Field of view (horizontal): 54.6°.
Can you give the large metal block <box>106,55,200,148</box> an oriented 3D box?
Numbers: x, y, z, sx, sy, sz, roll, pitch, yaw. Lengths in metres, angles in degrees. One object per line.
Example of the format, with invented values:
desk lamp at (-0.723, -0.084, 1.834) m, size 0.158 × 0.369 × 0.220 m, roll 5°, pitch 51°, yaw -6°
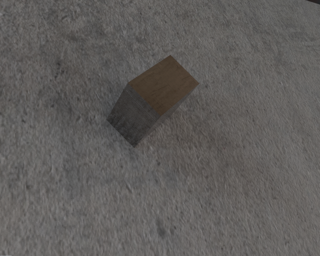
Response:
large metal block at (-0.010, -0.032, 0.382) m, size 0.050 × 0.080 × 0.080 m, roll 46°, pitch 51°, yaw 3°
